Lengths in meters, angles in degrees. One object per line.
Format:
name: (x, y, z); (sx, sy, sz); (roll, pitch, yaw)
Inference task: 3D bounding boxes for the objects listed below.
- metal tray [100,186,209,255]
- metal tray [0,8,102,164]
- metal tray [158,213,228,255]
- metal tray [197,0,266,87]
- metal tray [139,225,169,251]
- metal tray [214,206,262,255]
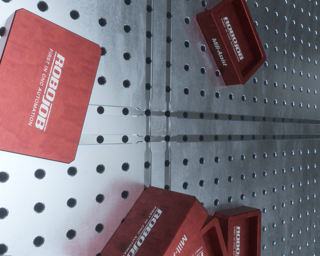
metal tray: (-0.014, 0.132, 0.354); (0.030, 0.090, 0.130); (52, 60, -27)
metal tray: (-0.117, -0.037, 0.307); (0.091, 0.030, 0.130); (19, 78, -38)
metal tray: (0.032, 0.180, 0.391); (0.131, 0.030, 0.090); (-27, 107, -37)
metal tray: (0.121, -0.145, 0.504); (0.090, 0.030, 0.130); (-45, 117, -31)
metal tray: (0.016, 0.200, 0.418); (0.091, 0.030, 0.129); (-2, 91, -40)
metal tray: (0.128, 0.201, 0.512); (0.091, 0.030, 0.129); (3, 88, -40)
